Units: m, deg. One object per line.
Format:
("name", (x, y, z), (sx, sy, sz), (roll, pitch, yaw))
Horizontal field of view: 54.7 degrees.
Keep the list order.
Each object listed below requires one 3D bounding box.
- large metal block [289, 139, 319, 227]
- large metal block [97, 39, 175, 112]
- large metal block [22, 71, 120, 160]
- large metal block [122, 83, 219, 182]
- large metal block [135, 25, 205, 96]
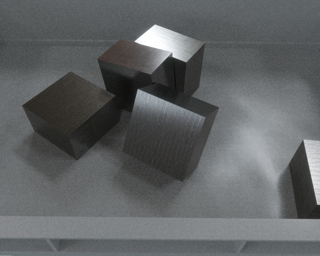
("large metal block", (0.196, 0.063, 0.339), (0.080, 0.050, 0.080), (6, 50, 4))
("large metal block", (-0.028, -0.064, 0.417), (0.080, 0.080, 0.050), (21, 53, 24))
("large metal block", (-0.112, -0.018, 0.403), (0.080, 0.050, 0.080), (29, 56, 22))
("large metal block", (0.011, 0.002, 0.358), (0.080, 0.079, 0.050), (25, 24, 18))
("large metal block", (0.013, -0.089, 0.445), (0.080, 0.080, 0.050), (27, 55, 20))
